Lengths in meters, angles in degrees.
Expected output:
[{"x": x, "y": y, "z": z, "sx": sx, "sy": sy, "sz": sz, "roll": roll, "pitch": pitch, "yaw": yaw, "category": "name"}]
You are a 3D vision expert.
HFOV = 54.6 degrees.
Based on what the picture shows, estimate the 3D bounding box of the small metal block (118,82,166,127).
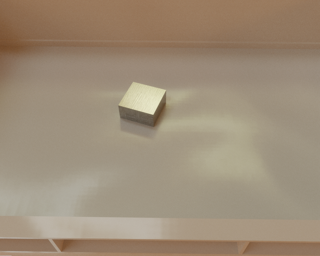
[{"x": -0.024, "y": -0.034, "z": 0.434, "sx": 0.050, "sy": 0.025, "sz": 0.050, "roll": 16, "pitch": 52, "yaw": 13, "category": "small metal block"}]
